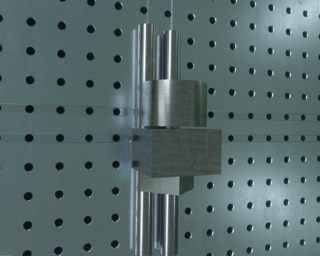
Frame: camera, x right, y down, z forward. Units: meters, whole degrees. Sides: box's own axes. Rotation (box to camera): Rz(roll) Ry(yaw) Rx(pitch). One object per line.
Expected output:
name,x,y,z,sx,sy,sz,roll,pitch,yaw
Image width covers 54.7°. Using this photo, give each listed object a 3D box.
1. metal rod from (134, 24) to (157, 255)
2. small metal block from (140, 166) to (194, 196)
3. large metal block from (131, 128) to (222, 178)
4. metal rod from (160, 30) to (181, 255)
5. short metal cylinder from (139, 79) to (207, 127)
metal rod,-0.019,0.015,0.408,0.025,0.025,0.298,1,90,-20
small metal block,0.010,0.063,0.380,0.050,0.050,0.025,1,90,-65
large metal block,0.016,0.026,0.364,0.081,0.080,0.050,0,90,-20
metal rod,0.014,0.020,0.420,0.025,0.025,0.298,1,90,-20
short metal cylinder,0.016,-0.027,0.368,0.081,0.080,0.050,1,90,-20
